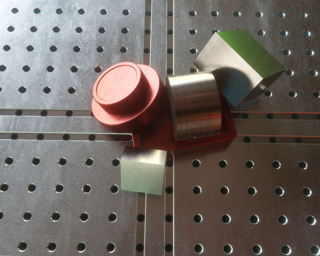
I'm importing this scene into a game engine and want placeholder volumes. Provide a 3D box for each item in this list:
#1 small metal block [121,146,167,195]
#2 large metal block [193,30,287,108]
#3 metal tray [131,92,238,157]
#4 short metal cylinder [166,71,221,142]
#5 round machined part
[{"bbox_3d":[-0.020,0.051,0.373,0.050,0.050,0.025,7,36,3],"label":"small metal block"},{"bbox_3d":[0.105,-0.081,0.404,0.081,0.050,0.080,-23,68,-47],"label":"large metal block"},{"bbox_3d":[0.026,-0.013,0.411,0.131,0.030,0.090,-10,70,-4],"label":"metal tray"},{"bbox_3d":[0.038,-0.026,0.375,0.050,0.080,0.080,-8,70,-4],"label":"short metal cylinder"},{"bbox_3d":[-0.046,-0.045,0.395,0.098,0.042,0.098,-13,53,19],"label":"round machined part"}]
